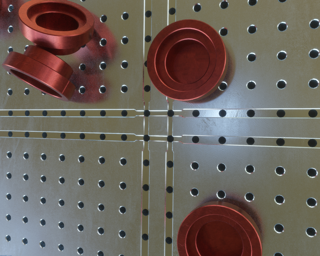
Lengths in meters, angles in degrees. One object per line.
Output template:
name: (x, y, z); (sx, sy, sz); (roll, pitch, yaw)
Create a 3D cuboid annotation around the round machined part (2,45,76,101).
round machined part: (-0.162, -0.079, 0.435); (0.098, 0.098, 0.042); (22, 79, 18)

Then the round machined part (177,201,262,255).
round machined part: (0.074, 0.138, 0.378); (0.098, 0.042, 0.097); (0, 90, 20)

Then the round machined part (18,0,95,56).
round machined part: (-0.144, -0.139, 0.436); (0.098, 0.099, 0.042); (36, 137, 16)

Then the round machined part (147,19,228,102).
round machined part: (0.037, -0.082, 0.391); (0.098, 0.042, 0.097); (0, 90, 20)
